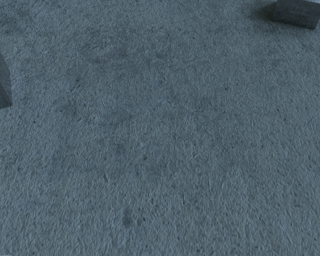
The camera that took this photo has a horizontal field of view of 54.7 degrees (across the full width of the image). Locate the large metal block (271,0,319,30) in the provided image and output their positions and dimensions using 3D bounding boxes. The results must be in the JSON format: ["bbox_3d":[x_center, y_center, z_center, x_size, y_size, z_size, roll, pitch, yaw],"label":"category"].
[{"bbox_3d":[0.266,-0.238,0.589,0.080,0.050,0.080,18,52,14],"label":"large metal block"}]

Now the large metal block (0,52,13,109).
[{"bbox_3d":[-0.263,-0.066,0.441,0.081,0.050,0.080,-15,52,-13],"label":"large metal block"}]
